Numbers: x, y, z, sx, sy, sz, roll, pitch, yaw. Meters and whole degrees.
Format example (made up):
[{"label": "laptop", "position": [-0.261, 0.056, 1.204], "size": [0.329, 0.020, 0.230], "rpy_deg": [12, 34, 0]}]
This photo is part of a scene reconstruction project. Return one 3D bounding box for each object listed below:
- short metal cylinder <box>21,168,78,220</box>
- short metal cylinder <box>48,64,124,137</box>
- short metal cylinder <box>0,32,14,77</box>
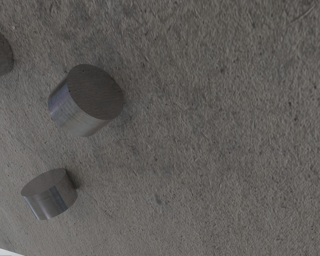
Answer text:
[{"label": "short metal cylinder", "position": [-0.193, 0.114, 0.544], "size": [0.080, 0.080, 0.050], "rpy_deg": [-7, 115, 31]}, {"label": "short metal cylinder", "position": [-0.095, -0.035, 0.400], "size": [0.050, 0.080, 0.080], "rpy_deg": [-33, 100, 38]}, {"label": "short metal cylinder", "position": [-0.271, -0.110, 0.466], "size": [0.080, 0.050, 0.079], "rpy_deg": [13, 124, 21]}]
